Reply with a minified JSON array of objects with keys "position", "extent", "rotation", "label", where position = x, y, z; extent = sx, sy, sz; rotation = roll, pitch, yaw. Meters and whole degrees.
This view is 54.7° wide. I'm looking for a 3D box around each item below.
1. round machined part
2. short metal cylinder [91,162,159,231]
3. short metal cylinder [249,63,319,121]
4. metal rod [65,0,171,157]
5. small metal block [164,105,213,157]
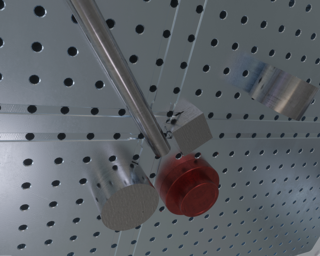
[{"position":[0.054,0.102,0.493],"extent":[0.099,0.042,0.097],"rotation":[-14,124,-21],"label":"round machined part"},{"position":[-0.048,0.094,0.427],"extent":[0.081,0.050,0.079],"rotation":[-14,124,-21],"label":"short metal cylinder"},{"position":[0.174,-0.051,0.440],"extent":[0.081,0.080,0.050],"rotation":[14,111,-34],"label":"short metal cylinder"},{"position":[-0.051,-0.073,0.338],"extent":[0.025,0.025,0.299],"rotation":[-33,129,-7],"label":"metal rod"},{"position":[0.041,0.004,0.437],"extent":[0.050,0.025,0.050],"rotation":[-33,129,-7],"label":"small metal block"}]
